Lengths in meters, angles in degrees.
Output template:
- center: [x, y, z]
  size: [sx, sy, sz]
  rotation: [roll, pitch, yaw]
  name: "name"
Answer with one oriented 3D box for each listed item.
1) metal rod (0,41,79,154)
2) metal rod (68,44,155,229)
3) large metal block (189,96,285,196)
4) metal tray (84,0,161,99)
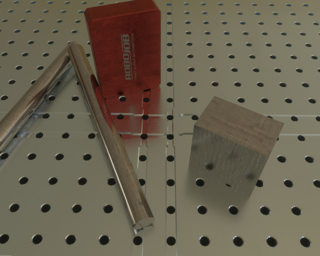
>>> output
- center: [-0.188, -0.025, 0.427]
  size: [0.025, 0.025, 0.300]
  rotation: [14, 51, 11]
  name: "metal rod"
- center: [-0.075, -0.011, 0.406]
  size: [0.025, 0.025, 0.299]
  rotation: [-18, 55, -14]
  name: "metal rod"
- center: [0.083, 0.021, 0.355]
  size: [0.080, 0.080, 0.050]
  rotation: [25, 54, 19]
  name: "large metal block"
- center: [-0.046, -0.105, 0.427]
  size: [0.091, 0.129, 0.030]
  rotation: [-15, 52, -12]
  name: "metal tray"
